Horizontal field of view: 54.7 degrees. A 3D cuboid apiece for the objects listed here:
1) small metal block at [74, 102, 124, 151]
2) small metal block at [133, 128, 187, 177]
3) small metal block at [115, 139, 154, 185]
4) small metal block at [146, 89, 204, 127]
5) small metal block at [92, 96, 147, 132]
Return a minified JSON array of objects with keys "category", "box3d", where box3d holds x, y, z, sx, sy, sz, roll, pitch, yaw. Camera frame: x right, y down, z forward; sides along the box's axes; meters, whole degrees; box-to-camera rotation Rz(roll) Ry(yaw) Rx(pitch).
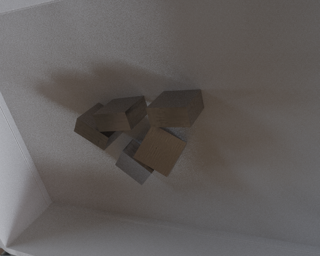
[{"category":"small metal block","box3d":[-0.082,-0.003,0.432,0.050,0.050,0.025,32,128,7]},{"category":"small metal block","box3d":[0.001,0.030,0.408,0.050,0.025,0.050,30,87,9]},{"category":"small metal block","box3d":[-0.033,0.050,0.447,0.050,0.025,0.050,37,145,3]},{"category":"small metal block","box3d":[0.019,-0.024,0.367,0.050,0.050,0.025,1,119,27]},{"category":"small metal block","box3d":[-0.050,-0.019,0.406,0.050,0.050,0.025,-3,117,29]}]
